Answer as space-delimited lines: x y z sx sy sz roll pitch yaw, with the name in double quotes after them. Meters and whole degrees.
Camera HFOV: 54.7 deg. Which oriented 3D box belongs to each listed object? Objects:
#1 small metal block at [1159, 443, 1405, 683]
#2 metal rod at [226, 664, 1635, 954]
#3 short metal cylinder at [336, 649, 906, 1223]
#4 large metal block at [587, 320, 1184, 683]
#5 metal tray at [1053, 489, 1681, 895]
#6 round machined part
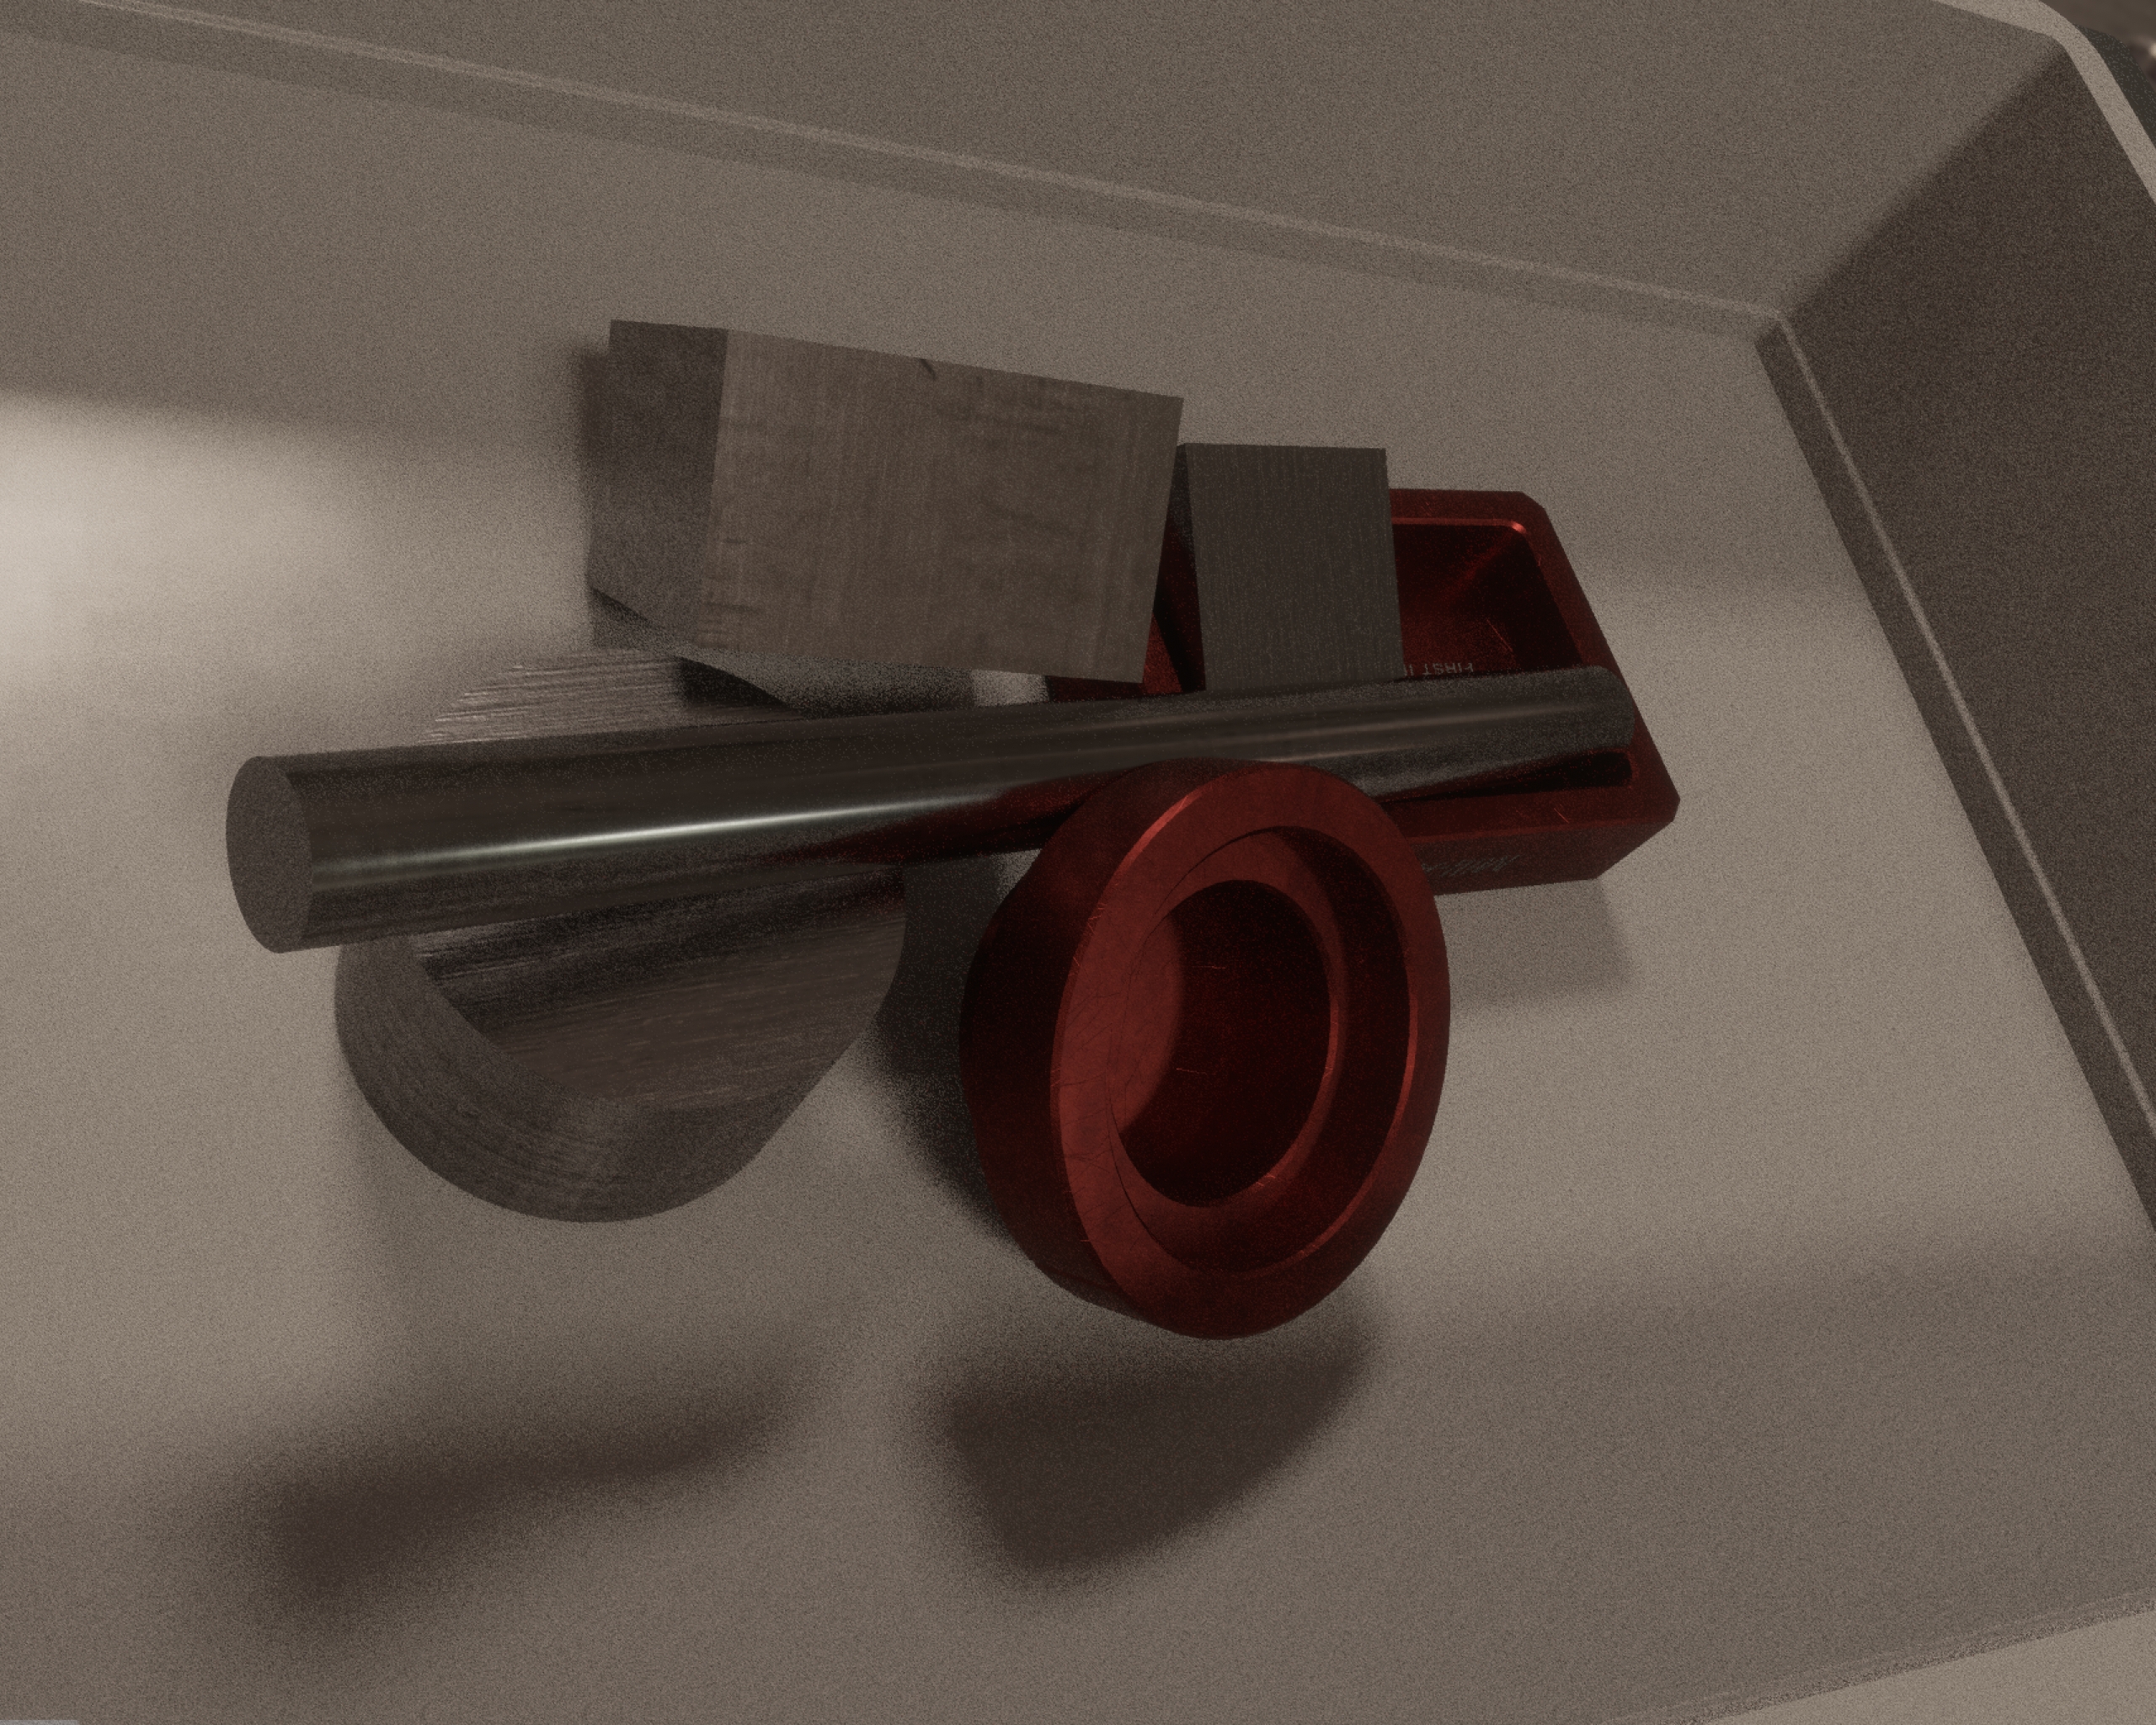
0.039 -0.060 0.435 0.050 0.025 0.050 -5 90 -31 "small metal block"
0.007 -0.017 0.366 0.302 0.025 0.025 -8 66 -44 "metal rod"
-0.075 0.012 0.340 0.081 0.050 0.080 14 56 -21 "short metal cylinder"
-0.038 -0.067 0.380 0.081 0.080 0.050 2 103 -26 "large metal block"
0.061 -0.038 0.457 0.131 0.030 0.090 -5 64 -31 "metal tray"
0.018 0.030 0.365 0.099 0.042 0.097 -6 99 -42 "round machined part"
